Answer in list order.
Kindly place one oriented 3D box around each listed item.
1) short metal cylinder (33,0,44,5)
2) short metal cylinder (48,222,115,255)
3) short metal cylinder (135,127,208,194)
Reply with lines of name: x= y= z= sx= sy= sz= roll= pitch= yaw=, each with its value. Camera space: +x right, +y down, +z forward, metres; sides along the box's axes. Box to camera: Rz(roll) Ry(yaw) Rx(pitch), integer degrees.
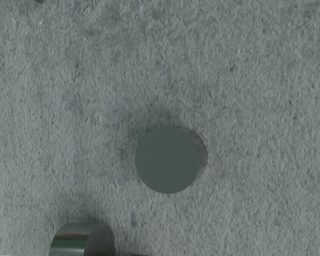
short metal cylinder: x=-0.199 y=-0.224 z=0.448 sx=0.080 sy=0.080 sz=0.050 roll=34 pitch=101 yaw=16
short metal cylinder: x=-0.102 y=0.169 z=0.414 sx=0.050 sy=0.080 sz=0.080 roll=-5 pitch=89 yaw=20
short metal cylinder: x=0.016 y=0.038 z=0.390 sx=0.080 sy=0.050 sz=0.079 roll=0 pitch=90 yaw=19
